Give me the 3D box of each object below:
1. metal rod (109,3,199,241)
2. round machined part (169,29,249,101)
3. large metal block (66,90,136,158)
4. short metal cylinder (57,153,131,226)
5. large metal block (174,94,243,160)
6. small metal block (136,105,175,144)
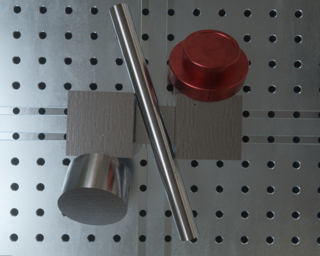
[{"bbox_3d":[-0.007,-0.007,0.387,0.025,0.025,0.298,-17,90,0],"label":"metal rod"},{"bbox_3d":[0.060,-0.083,0.381,0.099,0.042,0.098,1,55,-1],"label":"round machined part"},{"bbox_3d":[-0.073,-0.005,0.401,0.081,0.050,0.079,2,90,0],"label":"large metal block"},{"bbox_3d":[-0.078,0.076,0.379,0.080,0.050,0.079,1,133,1],"label":"short metal cylinder"},{"bbox_3d":[0.060,-0.001,0.402,0.081,0.050,0.079,1,90,0],"label":"large metal block"},{"bbox_3d":[-0.006,-0.004,0.414,0.050,0.025,0.050,1,90,0],"label":"small metal block"}]
